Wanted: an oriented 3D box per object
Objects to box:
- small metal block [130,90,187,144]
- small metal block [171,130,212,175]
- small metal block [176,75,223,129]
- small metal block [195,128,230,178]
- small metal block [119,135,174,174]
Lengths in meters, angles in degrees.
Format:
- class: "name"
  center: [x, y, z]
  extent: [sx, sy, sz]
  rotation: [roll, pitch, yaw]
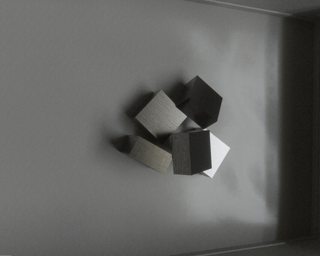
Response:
- class: "small metal block"
  center: [-0.002, -0.014, 0.408]
  extent: [0.050, 0.025, 0.050]
  rotation: [45, 76, -15]
- class: "small metal block"
  center: [0.040, 0.029, 0.386]
  extent: [0.050, 0.025, 0.050]
  rotation: [-5, 92, -52]
- class: "small metal block"
  center: [0.055, -0.035, 0.418]
  extent: [0.050, 0.025, 0.050]
  rotation: [39, 45, -17]
- class: "small metal block"
  center: [0.061, 0.034, 0.432]
  extent: [0.050, 0.025, 0.050]
  rotation: [37, 78, -17]
- class: "small metal block"
  center: [-0.018, 0.032, 0.389]
  extent: [0.050, 0.050, 0.025]
  rotation: [31, 80, -18]
